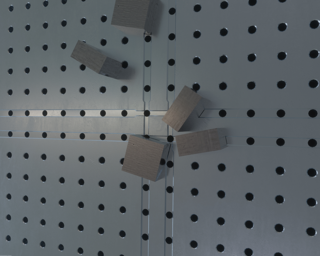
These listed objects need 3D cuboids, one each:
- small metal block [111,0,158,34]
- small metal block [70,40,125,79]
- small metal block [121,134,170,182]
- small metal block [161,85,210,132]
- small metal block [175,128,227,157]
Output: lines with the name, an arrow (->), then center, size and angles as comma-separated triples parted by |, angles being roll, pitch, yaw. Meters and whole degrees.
small metal block -> -0.035, -0.160, 0.425 | 0.050, 0.025, 0.050 | 14, 95, 19
small metal block -> -0.085, -0.094, 0.430 | 0.050, 0.050, 0.025 | 32, 101, 17
small metal block -> -0.019, 0.039, 0.420 | 0.050, 0.025, 0.050 | 16, 95, 19
small metal block -> 0.034, -0.023, 0.388 | 0.025, 0.050, 0.050 | 38, 102, 16
small metal block -> 0.052, 0.017, 0.381 | 0.050, 0.050, 0.025 | -11, 86, 20
